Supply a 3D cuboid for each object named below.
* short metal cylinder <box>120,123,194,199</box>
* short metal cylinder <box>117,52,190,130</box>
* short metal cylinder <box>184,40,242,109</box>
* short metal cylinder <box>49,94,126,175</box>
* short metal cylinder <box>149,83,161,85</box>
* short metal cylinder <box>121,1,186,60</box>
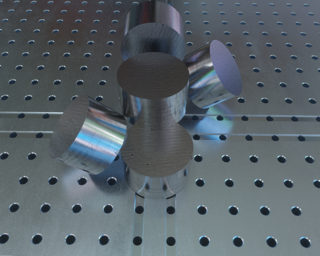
[{"bbox_3d":[-0.003,0.035,0.361,0.081,0.050,0.080,0,51,0],"label":"short metal cylinder"},{"bbox_3d":[-0.008,-0.044,0.362,0.081,0.050,0.080,0,50,0],"label":"short metal cylinder"},{"bbox_3d":[0.070,-0.072,0.424,0.050,0.080,0.080,-22,39,36],"label":"short metal cylinder"},{"bbox_3d":[-0.084,0.008,0.357,0.050,0.080,0.080,31,40,-33],"label":"short metal cylinder"},{"bbox_3d":[-0.006,-0.069,0.449,0.081,0.050,0.080,0,51,0],"label":"short metal cylinder"},{"bbox_3d":[-0.008,-0.114,0.401,0.081,0.080,0.050,0,50,0],"label":"short metal cylinder"}]
